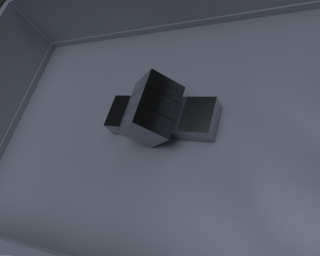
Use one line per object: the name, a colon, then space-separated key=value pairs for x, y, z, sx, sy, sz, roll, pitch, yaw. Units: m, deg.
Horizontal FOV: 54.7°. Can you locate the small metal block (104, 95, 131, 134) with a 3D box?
small metal block: x=-0.044 y=-0.018 z=0.436 sx=0.050 sy=0.025 sz=0.050 roll=4 pitch=64 yaw=29

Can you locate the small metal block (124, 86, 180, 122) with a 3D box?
small metal block: x=-0.011 y=-0.023 z=0.393 sx=0.050 sy=0.050 sz=0.025 roll=-29 pitch=40 yaw=58

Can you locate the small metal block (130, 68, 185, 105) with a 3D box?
small metal block: x=-0.004 y=-0.046 z=0.403 sx=0.050 sy=0.050 sz=0.025 roll=-28 pitch=41 yaw=59

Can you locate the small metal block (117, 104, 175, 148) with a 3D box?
small metal block: x=-0.018 y=-0.001 z=0.384 sx=0.050 sy=0.050 sz=0.025 roll=-29 pitch=40 yaw=58

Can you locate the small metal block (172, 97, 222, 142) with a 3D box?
small metal block: x=0.046 y=-0.011 z=0.386 sx=0.050 sy=0.025 sz=0.050 roll=3 pitch=63 yaw=29
